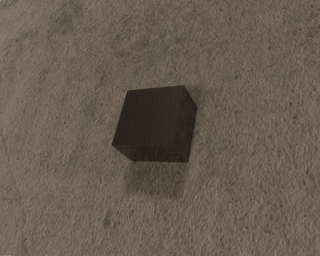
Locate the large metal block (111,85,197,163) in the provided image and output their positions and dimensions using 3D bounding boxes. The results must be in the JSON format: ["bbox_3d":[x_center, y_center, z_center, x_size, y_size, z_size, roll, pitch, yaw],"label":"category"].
[{"bbox_3d":[-0.004,-0.004,0.391,0.080,0.050,0.080,-2,61,27],"label":"large metal block"}]
